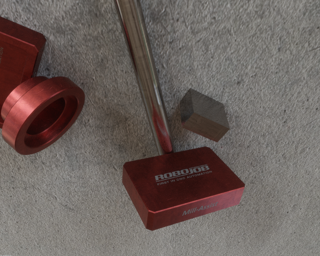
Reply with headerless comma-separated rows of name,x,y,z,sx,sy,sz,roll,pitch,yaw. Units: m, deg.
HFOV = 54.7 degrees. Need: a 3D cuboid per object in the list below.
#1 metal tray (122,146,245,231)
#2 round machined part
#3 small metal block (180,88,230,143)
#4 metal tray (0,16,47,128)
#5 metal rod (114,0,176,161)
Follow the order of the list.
metal tray,0.028,0.070,0.393,0.131,0.090,0.030,-9,125,-24
round machined part,-0.136,-0.020,0.351,0.042,0.099,0.097,40,126,9
small metal block,0.053,-0.016,0.378,0.050,0.050,0.025,23,126,-19
metal tray,-0.191,-0.061,0.348,0.091,0.030,0.129,20,127,-17
metal rod,-0.011,-0.043,0.370,0.025,0.025,0.298,-9,130,7
